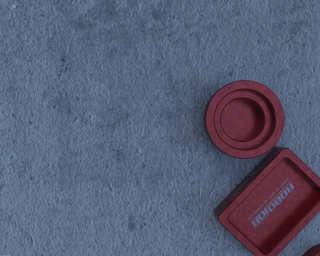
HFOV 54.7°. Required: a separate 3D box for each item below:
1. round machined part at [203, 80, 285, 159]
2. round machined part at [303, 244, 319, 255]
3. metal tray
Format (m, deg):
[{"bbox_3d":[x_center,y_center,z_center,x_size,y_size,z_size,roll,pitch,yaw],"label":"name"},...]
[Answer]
[{"bbox_3d":[0.105,-0.011,0.403,0.099,0.042,0.097,0,90,-1],"label":"round machined part"},{"bbox_3d":[0.234,0.205,0.405,0.099,0.042,0.097,0,90,-1],"label":"round machined part"},{"bbox_3d":[0.148,0.100,0.409,0.090,0.030,0.130,44,90,-1],"label":"metal tray"}]
